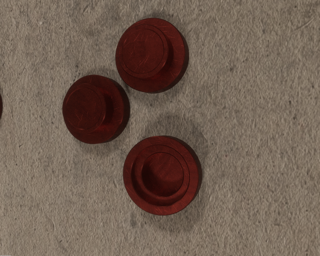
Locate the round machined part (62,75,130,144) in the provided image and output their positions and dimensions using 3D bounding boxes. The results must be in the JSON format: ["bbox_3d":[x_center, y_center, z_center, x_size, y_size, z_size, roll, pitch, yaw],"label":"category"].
[{"bbox_3d":[-0.095,-0.026,0.432,0.098,0.042,0.097,0,90,19],"label":"round machined part"}]

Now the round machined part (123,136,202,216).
[{"bbox_3d":[0.006,0.058,0.397,0.098,0.042,0.097,0,90,19],"label":"round machined part"}]

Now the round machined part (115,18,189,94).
[{"bbox_3d":[-0.015,-0.096,0.404,0.098,0.042,0.097,0,90,19],"label":"round machined part"}]

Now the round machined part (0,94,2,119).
[{"bbox_3d":[-0.313,-0.036,0.508,0.098,0.042,0.097,0,90,19],"label":"round machined part"}]
